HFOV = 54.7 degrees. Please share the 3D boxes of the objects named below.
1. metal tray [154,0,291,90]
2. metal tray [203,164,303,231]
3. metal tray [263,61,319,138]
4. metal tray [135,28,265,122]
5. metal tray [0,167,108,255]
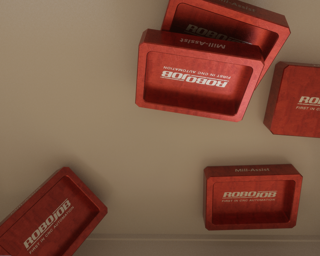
[{"bbox_3d":[0.065,-0.099,0.353,0.131,0.030,0.089,15,134,-6],"label":"metal tray"},{"bbox_3d":[0.129,0.100,0.446,0.131,0.030,0.089,-2,110,0],"label":"metal tray"},{"bbox_3d":[0.209,-0.034,0.398,0.131,0.030,0.089,4,110,-2],"label":"metal tray"},{"bbox_3d":[0.040,-0.057,0.355,0.131,0.030,0.089,9,135,0],"label":"metal tray"},{"bbox_3d":[-0.142,0.126,0.402,0.090,0.131,0.030,51,142,-12],"label":"metal tray"}]
